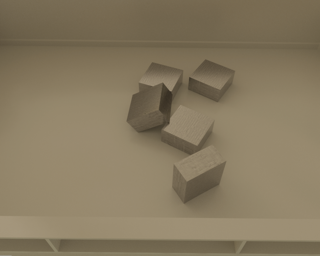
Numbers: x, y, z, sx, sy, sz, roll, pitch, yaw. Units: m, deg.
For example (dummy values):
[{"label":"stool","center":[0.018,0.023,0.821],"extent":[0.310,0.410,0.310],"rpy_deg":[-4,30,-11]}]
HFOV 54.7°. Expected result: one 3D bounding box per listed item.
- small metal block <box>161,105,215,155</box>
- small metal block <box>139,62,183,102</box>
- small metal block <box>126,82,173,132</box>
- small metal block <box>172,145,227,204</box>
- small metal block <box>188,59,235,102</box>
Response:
[{"label":"small metal block","center":[0.036,0.003,0.403],"extent":[0.050,0.025,0.050],"rpy_deg":[25,54,19]},{"label":"small metal block","center":[0.002,-0.068,0.462],"extent":[0.050,0.025,0.050],"rpy_deg":[17,52,13]},{"label":"small metal block","center":[-0.013,-0.027,0.413],"extent":[0.050,0.025,0.050],"rpy_deg":[-18,44,28]},{"label":"small metal block","center":[0.042,0.052,0.346],"extent":[0.050,0.050,0.025],"rpy_deg":[-24,54,-19]},{"label":"small metal block","center":[0.078,-0.072,0.467],"extent":[0.050,0.025,0.050],"rpy_deg":[27,55,20]}]
